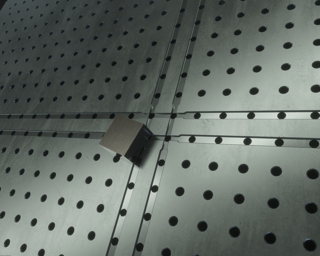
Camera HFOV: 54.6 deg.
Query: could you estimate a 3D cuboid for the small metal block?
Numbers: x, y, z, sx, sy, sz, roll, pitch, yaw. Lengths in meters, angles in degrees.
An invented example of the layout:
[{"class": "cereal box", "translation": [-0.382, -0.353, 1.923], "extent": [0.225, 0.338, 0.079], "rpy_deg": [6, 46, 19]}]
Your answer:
[{"class": "small metal block", "translation": [-0.048, 0.014, 0.426], "extent": [0.050, 0.025, 0.050], "rpy_deg": [20, 72, 35]}]
